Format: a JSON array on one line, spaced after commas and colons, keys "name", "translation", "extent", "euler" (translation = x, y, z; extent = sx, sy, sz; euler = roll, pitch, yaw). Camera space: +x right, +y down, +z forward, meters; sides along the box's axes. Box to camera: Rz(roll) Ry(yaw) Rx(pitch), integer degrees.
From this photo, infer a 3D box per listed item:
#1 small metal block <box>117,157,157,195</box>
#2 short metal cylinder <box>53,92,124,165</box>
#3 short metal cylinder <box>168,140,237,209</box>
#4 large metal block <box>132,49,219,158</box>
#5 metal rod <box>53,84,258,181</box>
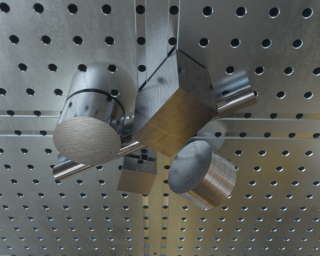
[{"name": "small metal block", "translation": [-0.035, 0.073, 0.469], "extent": [0.050, 0.025, 0.050], "euler": [12, 129, -10]}, {"name": "short metal cylinder", "translation": [-0.087, 0.001, 0.391], "extent": [0.081, 0.050, 0.079], "euler": [0, 130, 0]}, {"name": "short metal cylinder", "translation": [0.057, 0.064, 0.426], "extent": [0.050, 0.080, 0.080], "euler": [36, 121, -27]}, {"name": "large metal block", "translation": [0.014, -0.028, 0.348], "extent": [0.050, 0.080, 0.080], "euler": [29, 124, -23]}, {"name": "metal rod", "translation": [-0.019, 0.013, 0.418], "extent": [0.300, 0.025, 0.025], "euler": [-22, 127, 18]}]
